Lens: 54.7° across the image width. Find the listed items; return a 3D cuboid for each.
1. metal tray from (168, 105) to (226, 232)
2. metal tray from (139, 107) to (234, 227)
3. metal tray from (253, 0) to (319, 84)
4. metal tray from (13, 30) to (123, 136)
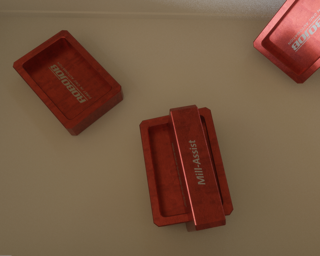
[{"bbox_3d":[0.037,0.050,0.357,0.030,0.090,0.129,-10,71,-4],"label":"metal tray"},{"bbox_3d":[0.030,0.047,0.377,0.090,0.030,0.129,-12,71,7],"label":"metal tray"},{"bbox_3d":[0.198,-0.133,0.403,0.090,0.129,0.030,44,44,9],"label":"metal tray"},{"bbox_3d":[-0.126,-0.065,0.428,0.090,0.030,0.130,-40,75,-14],"label":"metal tray"}]
